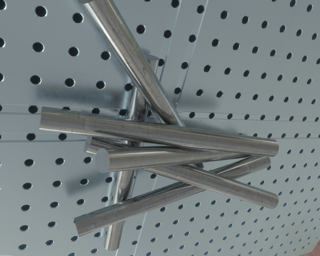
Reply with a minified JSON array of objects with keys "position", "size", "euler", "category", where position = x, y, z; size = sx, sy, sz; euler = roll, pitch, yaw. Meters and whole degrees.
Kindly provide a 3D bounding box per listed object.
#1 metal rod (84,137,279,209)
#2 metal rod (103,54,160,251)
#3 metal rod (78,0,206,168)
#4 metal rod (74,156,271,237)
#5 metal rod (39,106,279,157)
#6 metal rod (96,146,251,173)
[{"position":[0.046,0.065,0.419],"size":[0.302,0.025,0.025],"euler":[21,108,-24],"category":"metal rod"},{"position":[-0.044,0.050,0.417],"size":[0.025,0.025,0.298],"euler":[-1,119,-28],"category":"metal rod"},{"position":[0.001,-0.027,0.364],"size":[0.025,0.025,0.300],"euler":[-38,138,-3],"category":"metal rod"},{"position":[0.031,0.089,0.446],"size":[0.302,0.025,0.025],"euler":[-16,125,-19],"category":"metal rod"},{"position":[0.018,0.009,0.371],"size":[0.302,0.025,0.025],"euler":[8,115,-23],"category":"metal rod"},{"position":[0.051,0.034,0.415],"size":[0.302,0.025,0.025],"euler":[1,119,-44],"category":"metal rod"}]
